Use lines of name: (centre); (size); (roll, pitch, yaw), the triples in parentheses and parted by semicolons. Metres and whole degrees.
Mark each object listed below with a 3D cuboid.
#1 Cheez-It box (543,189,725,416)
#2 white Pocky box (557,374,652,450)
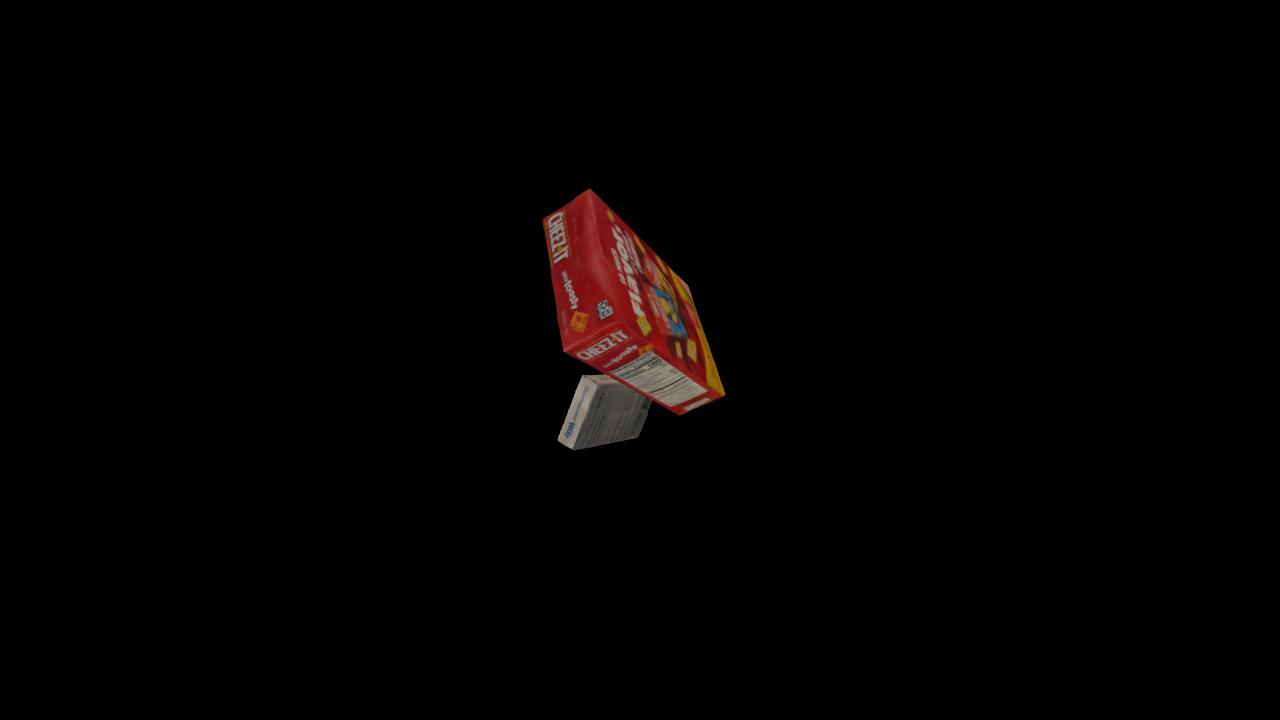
Cheez-It box: (-0.003, -0.051, 0.658); (0.071, 0.166, 0.223); (-27, -32, 21)
white Pocky box: (-0.033, 0.059, 0.737); (0.028, 0.084, 0.154); (26, 11, 26)
